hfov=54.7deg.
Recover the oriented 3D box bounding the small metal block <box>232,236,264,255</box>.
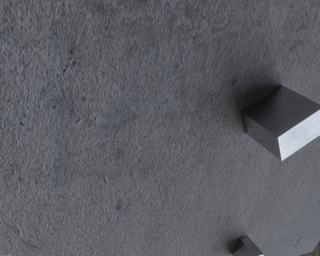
[{"bbox_3d":[0.186,0.269,0.659,0.025,0.050,0.050,1,118,-29],"label":"small metal block"}]

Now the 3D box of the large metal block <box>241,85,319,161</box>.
[{"bbox_3d":[0.183,-0.010,0.465,0.080,0.080,0.050,-32,129,-8],"label":"large metal block"}]
